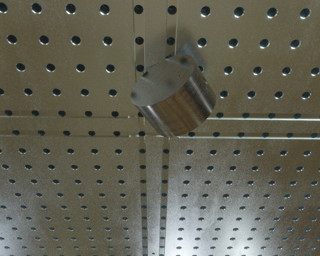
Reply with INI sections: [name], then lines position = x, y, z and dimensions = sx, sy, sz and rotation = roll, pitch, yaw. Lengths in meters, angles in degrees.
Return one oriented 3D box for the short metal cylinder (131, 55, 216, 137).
[short metal cylinder]
position = 0.015, -0.036, 0.345
dimensions = 0.080, 0.080, 0.050
rotation = -25, 126, 19
